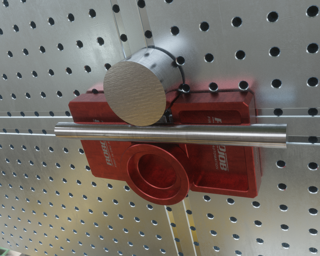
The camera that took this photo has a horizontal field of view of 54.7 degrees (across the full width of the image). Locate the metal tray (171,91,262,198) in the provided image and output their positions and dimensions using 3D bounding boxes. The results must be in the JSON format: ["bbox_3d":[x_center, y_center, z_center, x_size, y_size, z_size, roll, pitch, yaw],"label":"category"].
[{"bbox_3d":[0.071,0.022,0.379,0.090,0.030,0.129,1,119,27],"label":"metal tray"}]

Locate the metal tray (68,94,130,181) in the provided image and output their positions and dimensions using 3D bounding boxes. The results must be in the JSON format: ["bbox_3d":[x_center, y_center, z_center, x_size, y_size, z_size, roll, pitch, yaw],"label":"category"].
[{"bbox_3d":[-0.071,0.015,0.448,0.090,0.030,0.129,3,120,27],"label":"metal tray"}]

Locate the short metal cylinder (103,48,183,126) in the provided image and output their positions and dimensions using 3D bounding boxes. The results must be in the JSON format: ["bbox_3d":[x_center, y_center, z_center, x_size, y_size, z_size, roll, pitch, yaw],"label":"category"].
[{"bbox_3d":[-0.019,-0.049,0.370,0.080,0.050,0.079,13,124,21],"label":"short metal cylinder"}]

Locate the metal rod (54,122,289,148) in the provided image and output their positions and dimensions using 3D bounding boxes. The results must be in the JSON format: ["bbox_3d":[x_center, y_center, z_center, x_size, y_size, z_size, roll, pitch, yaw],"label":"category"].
[{"bbox_3d":[-0.008,0.006,0.374,0.300,0.025,0.025,1,119,27],"label":"metal rod"}]

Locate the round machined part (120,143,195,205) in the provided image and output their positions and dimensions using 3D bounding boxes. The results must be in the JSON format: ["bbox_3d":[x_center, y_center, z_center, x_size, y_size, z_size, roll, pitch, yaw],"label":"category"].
[{"bbox_3d":[0.000,0.053,0.416,0.098,0.042,0.097,13,124,21],"label":"round machined part"}]
